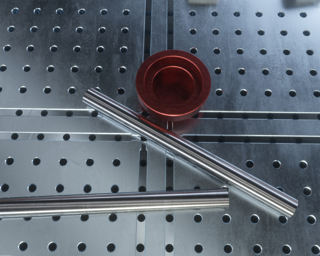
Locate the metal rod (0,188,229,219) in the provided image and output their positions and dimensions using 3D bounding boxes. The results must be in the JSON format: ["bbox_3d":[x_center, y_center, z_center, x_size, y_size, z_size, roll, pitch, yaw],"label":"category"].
[{"bbox_3d":[-0.069,0.092,0.377,0.302,0.025,0.025,-2,70,-1],"label":"metal rod"}]

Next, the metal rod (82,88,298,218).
[{"bbox_3d":[0.031,0.027,0.401,0.301,0.025,0.025,29,73,10],"label":"metal rod"}]

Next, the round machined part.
[{"bbox_3d":[0.017,-0.054,0.422,0.099,0.042,0.098,0,70,0],"label":"round machined part"}]
